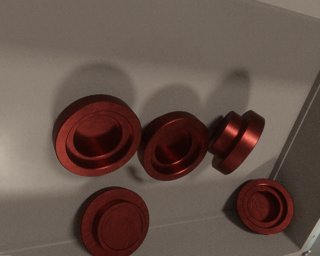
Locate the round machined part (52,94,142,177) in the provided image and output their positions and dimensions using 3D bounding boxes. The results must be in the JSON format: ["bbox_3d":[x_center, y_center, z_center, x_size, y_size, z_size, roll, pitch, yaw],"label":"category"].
[{"bbox_3d":[-0.074,0.005,0.361,0.099,0.042,0.097,-14,125,-21],"label":"round machined part"}]

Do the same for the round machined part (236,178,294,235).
[{"bbox_3d":[0.188,0.144,0.567,0.098,0.098,0.042,-36,161,-5],"label":"round machined part"}]

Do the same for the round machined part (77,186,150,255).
[{"bbox_3d":[-0.058,0.131,0.420,0.099,0.042,0.097,1,87,-28],"label":"round machined part"}]

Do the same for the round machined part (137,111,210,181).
[{"bbox_3d":[0.015,0.020,0.420,0.099,0.042,0.097,-14,125,-21],"label":"round machined part"}]

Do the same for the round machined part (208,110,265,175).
[{"bbox_3d":[0.101,0.014,0.441,0.042,0.098,0.098,34,102,0],"label":"round machined part"}]
